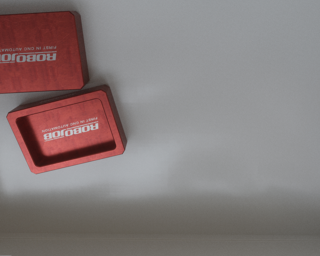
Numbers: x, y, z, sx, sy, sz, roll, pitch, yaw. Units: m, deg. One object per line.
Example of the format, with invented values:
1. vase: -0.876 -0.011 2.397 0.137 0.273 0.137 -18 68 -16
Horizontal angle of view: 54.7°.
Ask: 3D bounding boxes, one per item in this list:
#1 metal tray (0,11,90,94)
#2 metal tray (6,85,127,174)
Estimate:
1. metal tray: -0.159 -0.090 0.374 0.131 0.030 0.089 -3 110 1
2. metal tray: -0.119 0.003 0.408 0.131 0.030 0.089 -13 110 4
